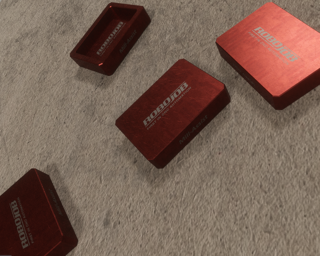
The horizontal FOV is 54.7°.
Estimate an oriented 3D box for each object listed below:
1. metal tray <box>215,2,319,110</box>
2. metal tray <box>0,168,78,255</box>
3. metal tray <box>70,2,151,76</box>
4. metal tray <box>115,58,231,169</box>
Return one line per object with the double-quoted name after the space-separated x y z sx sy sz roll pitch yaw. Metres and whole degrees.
0.141 -0.093 0.383 0.090 0.030 0.130 -35 51 4 "metal tray"
-0.173 0.128 0.411 0.090 0.030 0.130 -42 51 -1 "metal tray"
-0.087 -0.158 0.541 0.090 0.030 0.130 23 74 36 "metal tray"
0.015 -0.022 0.405 0.130 0.030 0.090 -44 51 -3 "metal tray"
